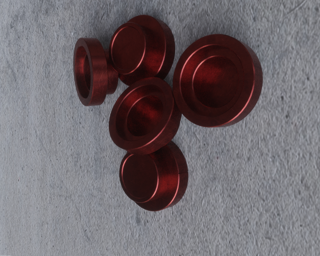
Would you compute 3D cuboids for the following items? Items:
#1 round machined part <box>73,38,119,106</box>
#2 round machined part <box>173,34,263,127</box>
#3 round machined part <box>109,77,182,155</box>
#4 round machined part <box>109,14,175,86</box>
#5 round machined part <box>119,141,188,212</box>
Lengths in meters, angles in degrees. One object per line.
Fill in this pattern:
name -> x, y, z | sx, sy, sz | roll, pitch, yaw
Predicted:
round machined part -> -0.093, -0.082, 0.456 | 0.098, 0.042, 0.097 | 22, 116, 57
round machined part -> 0.065, -0.049, 0.340 | 0.098, 0.042, 0.097 | 0, 90, 39
round machined part -> -0.014, -0.012, 0.391 | 0.098, 0.042, 0.098 | -17, 58, 29
round machined part -> -0.031, -0.104, 0.418 | 0.098, 0.042, 0.097 | 0, 90, 39
round machined part -> -0.015, 0.060, 0.405 | 0.098, 0.042, 0.097 | 0, 90, 39
